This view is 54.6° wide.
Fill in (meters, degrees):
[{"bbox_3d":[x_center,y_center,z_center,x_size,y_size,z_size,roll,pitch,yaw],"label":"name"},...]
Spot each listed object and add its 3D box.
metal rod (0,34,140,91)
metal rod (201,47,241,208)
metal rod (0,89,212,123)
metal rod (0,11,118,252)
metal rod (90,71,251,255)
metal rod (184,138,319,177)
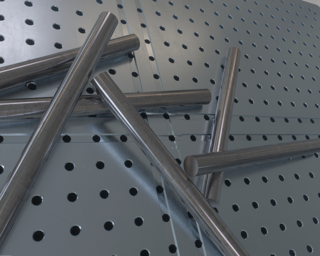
[{"bbox_3d":[-0.144,-0.072,0.374,0.302,0.025,0.025,-28,77,-37],"label":"metal rod"},{"bbox_3d":[0.097,-0.022,0.473,0.025,0.025,0.300,27,52,-12],"label":"metal rod"},{"bbox_3d":[-0.058,-0.032,0.395,0.302,0.025,0.025,-7,66,-31],"label":"metal rod"},{"bbox_3d":[-0.109,-0.014,0.329,0.025,0.025,0.300,26,62,-12],"label":"metal rod"},{"bbox_3d":[0.019,0.059,0.364,0.025,0.025,0.300,-37,88,-38],"label":"metal rod"},{"bbox_3d":[0.156,0.037,0.447,0.302,0.025,0.025,-3,63,-37],"label":"metal rod"}]
